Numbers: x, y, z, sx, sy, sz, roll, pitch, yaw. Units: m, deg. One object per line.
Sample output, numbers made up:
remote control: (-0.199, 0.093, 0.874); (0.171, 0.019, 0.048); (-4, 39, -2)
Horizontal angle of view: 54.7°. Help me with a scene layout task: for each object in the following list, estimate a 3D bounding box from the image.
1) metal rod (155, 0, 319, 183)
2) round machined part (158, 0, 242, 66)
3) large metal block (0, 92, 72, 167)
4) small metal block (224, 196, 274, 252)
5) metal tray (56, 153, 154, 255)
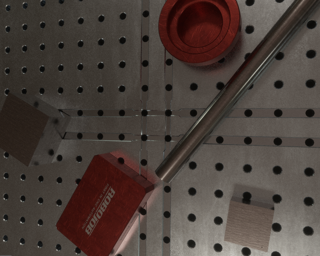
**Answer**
metal rod: (0.094, -0.050, 0.379); (0.025, 0.025, 0.299); (42, 103, 15)
round machined part: (0.051, -0.125, 0.385); (0.098, 0.042, 0.097); (0, 90, 19)
large metal block: (-0.194, 0.001, 0.466); (0.080, 0.050, 0.080); (29, 99, 17)
small metal block: (0.108, 0.115, 0.374); (0.050, 0.025, 0.050); (9, 93, 19)
metal tray: (-0.079, 0.112, 0.437); (0.090, 0.030, 0.129); (33, 100, 16)
